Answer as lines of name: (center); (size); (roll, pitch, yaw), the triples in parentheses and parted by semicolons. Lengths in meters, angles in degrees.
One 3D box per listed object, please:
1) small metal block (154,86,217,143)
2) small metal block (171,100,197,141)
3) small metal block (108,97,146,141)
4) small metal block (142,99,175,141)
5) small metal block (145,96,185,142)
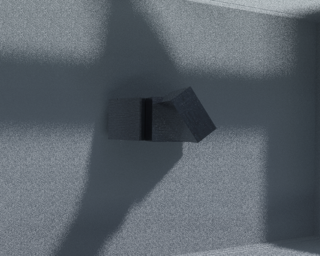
small metal block: (0.025, -0.013, 0.324); (0.025, 0.050, 0.050); (-37, 102, -16)
small metal block: (0.032, -0.009, 0.405); (0.025, 0.050, 0.050); (1, 90, 14)
small metal block: (-0.036, -0.010, 0.379); (0.025, 0.050, 0.050); (1, 90, -54)
small metal block: (-0.003, -0.009, 0.394); (0.025, 0.050, 0.050); (1, 90, -20)
small metal block: (0.011, -0.009, 0.359); (0.050, 0.025, 0.050); (1, 90, -20)
